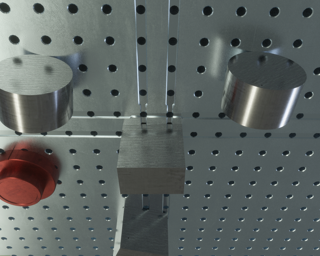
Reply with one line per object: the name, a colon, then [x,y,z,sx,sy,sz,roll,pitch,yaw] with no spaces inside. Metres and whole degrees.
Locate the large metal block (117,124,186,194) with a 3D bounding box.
large metal block: [-0.010,0.040,0.409,0.081,0.080,0.050,0,130,0]

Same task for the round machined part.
round machined part: [-0.209,0.082,0.468,0.099,0.042,0.097,0,130,0]

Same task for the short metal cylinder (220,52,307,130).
short metal cylinder: [0.111,-0.043,0.340,0.081,0.080,0.050,2,130,-2]

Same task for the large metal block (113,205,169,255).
large metal block: [-0.033,0.189,0.536,0.081,0.080,0.050,15,129,-13]

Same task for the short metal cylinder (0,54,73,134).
short metal cylinder: [-0.138,-0.039,0.341,0.081,0.080,0.050,7,130,-6]
